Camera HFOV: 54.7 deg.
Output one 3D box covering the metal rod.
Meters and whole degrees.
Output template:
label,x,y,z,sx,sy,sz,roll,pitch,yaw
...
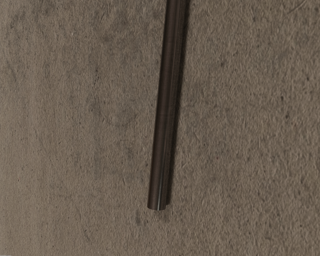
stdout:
label,x,y,z,sx,sy,sz,roll,pitch,yaw
metal rod,0.009,-0.044,0.395,0.025,0.025,0.298,9,96,39
